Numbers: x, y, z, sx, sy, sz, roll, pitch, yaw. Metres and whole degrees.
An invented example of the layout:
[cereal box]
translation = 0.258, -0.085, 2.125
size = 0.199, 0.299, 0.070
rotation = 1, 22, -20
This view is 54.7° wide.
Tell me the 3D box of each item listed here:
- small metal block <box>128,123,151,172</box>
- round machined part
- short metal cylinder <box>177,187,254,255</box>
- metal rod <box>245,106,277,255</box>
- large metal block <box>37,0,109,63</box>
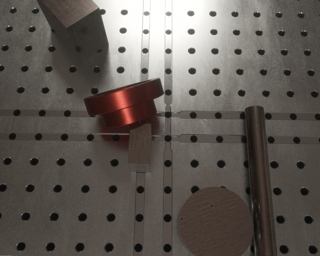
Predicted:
[small metal block]
translation = -0.024, 0.026, 0.389
size = 0.025, 0.050, 0.050
rotation = 2, 70, 0
[round machined part]
translation = -0.042, -0.030, 0.391
size = 0.099, 0.098, 0.042
rotation = -17, 101, -6
[short metal cylinder]
translation = 0.061, 0.112, 0.358
size = 0.081, 0.050, 0.080
rotation = 0, 70, 0
[metal rod]
translation = 0.124, 0.115, 0.371
size = 0.025, 0.025, 0.299
rotation = 2, 70, 0
[large metal block]
translation = -0.123, -0.154, 0.437
size = 0.050, 0.080, 0.080
rotation = -39, 75, -13
